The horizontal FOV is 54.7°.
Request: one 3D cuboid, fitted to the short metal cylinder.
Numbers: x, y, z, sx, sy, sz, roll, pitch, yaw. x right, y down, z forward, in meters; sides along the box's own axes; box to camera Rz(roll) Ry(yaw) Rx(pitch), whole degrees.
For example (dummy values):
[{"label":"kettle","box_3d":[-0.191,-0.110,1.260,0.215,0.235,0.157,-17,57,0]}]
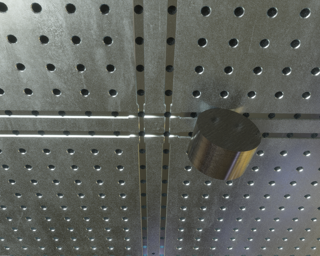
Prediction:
[{"label":"short metal cylinder","box_3d":[0.080,0.019,0.393,0.081,0.080,0.050,8,130,-7]}]
